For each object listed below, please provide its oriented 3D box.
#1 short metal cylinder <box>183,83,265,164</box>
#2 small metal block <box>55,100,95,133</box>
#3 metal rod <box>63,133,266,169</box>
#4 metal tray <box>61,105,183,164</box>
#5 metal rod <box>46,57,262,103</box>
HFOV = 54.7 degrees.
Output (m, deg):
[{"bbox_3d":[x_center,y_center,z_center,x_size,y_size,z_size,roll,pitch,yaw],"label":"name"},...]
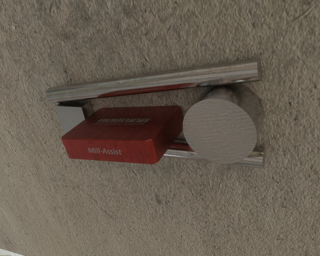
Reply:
[{"bbox_3d":[0.072,-0.007,0.349,0.080,0.050,0.079,13,124,21],"label":"short metal cylinder"},{"bbox_3d":[-0.123,-0.015,0.465,0.050,0.025,0.050,4,121,26],"label":"small metal block"},{"bbox_3d":[-0.012,0.026,0.431,0.301,0.025,0.025,4,120,26],"label":"metal rod"},{"bbox_3d":[-0.045,0.005,0.392,0.130,0.090,0.030,0,118,28],"label":"metal tray"},{"bbox_3d":[-0.029,-0.055,0.390,0.300,0.025,0.025,-2,117,29],"label":"metal rod"}]
